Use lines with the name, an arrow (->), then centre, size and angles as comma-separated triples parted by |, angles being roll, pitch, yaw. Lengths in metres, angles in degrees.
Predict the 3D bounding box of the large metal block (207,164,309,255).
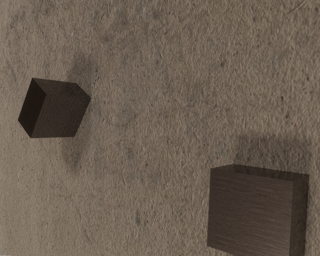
large metal block -> 0.096, 0.083, 0.308 | 0.080, 0.050, 0.079 | 4, 93, 39

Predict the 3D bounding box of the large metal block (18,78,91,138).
large metal block -> -0.173, -0.031, 0.509 | 0.050, 0.081, 0.080 | 43, 116, 31
